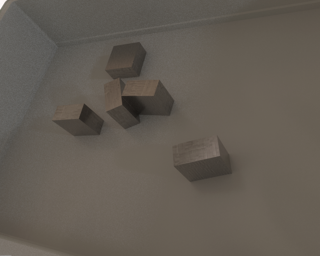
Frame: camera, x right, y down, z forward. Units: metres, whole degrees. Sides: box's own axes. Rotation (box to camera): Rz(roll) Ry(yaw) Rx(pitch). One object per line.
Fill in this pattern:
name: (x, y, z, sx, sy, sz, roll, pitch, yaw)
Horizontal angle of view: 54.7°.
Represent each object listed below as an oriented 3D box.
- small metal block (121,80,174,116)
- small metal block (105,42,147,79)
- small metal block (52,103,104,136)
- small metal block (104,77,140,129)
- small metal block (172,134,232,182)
small metal block: (-0.015, -0.041, 0.423, 0.050, 0.050, 0.025, 3, 64, 30)
small metal block: (-0.055, -0.108, 0.501, 0.050, 0.025, 0.050, -1, 61, 28)
small metal block: (-0.121, -0.011, 0.460, 0.050, 0.050, 0.025, -3, 61, 27)
small metal block: (-0.054, -0.034, 0.439, 0.025, 0.050, 0.050, -22, 54, 15)
small metal block: (0.047, 0.035, 0.343, 0.050, 0.050, 0.025, -15, 56, 19)
